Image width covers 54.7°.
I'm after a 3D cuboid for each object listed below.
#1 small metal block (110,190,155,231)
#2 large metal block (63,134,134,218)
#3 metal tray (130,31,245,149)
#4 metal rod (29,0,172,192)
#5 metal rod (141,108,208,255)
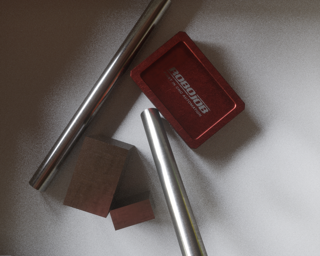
[{"bbox_3d":[-0.034,0.105,0.399,0.050,0.050,0.025,-17,90,0],"label":"small metal block"},{"bbox_3d":[-0.071,0.054,0.383,0.050,0.080,0.080,18,90,0],"label":"large metal block"},{"bbox_3d":[0.036,-0.048,0.409,0.090,0.030,0.130,-40,91,-1],"label":"metal tray"},{"bbox_3d":[-0.078,-0.047,0.410,0.025,0.025,0.299,34,90,-1],"label":"metal rod"},{"bbox_3d":[0.027,0.103,0.338,0.025,0.025,0.299,-18,60,0],"label":"metal rod"}]
